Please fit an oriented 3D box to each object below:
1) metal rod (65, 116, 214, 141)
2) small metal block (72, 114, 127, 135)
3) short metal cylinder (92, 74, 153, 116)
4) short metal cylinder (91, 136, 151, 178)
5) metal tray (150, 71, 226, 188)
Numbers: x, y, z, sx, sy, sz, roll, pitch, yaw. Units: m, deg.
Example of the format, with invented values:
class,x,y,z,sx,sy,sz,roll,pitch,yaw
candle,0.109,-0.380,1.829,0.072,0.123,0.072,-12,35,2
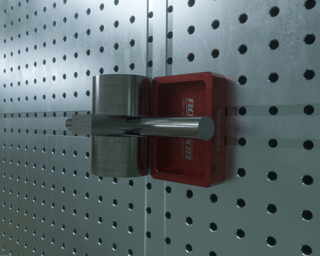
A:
class,x,y,z,sx,sy,sz,roll,pitch,yaw
metal rod,-0.053,-0.003,0.422,0.300,0.025,0.025,2,92,49
small metal block,-0.078,-0.004,0.395,0.050,0.050,0.025,1,91,48
short metal cylinder,-0.049,-0.041,0.412,0.080,0.081,0.050,1,91,40
short metal cylinder,-0.051,0.035,0.415,0.080,0.081,0.050,2,92,40
metal tray,0.032,0.001,0.379,0.090,0.030,0.129,2,91,40
